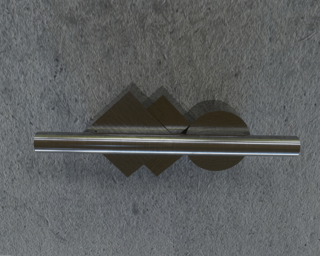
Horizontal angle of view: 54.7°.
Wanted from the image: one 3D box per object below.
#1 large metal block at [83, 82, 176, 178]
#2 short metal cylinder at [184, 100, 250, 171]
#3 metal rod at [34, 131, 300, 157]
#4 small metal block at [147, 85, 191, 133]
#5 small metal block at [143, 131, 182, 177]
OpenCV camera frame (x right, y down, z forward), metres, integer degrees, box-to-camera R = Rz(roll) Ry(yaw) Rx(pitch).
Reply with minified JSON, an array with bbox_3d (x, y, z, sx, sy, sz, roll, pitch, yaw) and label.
[{"bbox_3d":[-0.038,0.002,0.396,0.080,0.050,0.080,-40,106,13],"label":"large metal block"},{"bbox_3d":[0.070,0.008,0.401,0.081,0.050,0.079,0,110,0],"label":"short metal cylinder"},{"bbox_3d":[0.009,0.019,0.363,0.302,0.025,0.025,1,110,-1],"label":"metal rod"},{"bbox_3d":[0.011,-0.022,0.390,0.025,0.050,0.050,-41,106,13],"label":"small metal block"},{"bbox_3d":[0.006,0.029,0.409,0.050,0.050,0.025,-40,106,13],"label":"small metal block"}]
